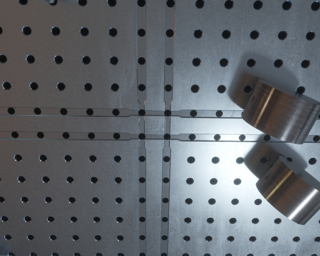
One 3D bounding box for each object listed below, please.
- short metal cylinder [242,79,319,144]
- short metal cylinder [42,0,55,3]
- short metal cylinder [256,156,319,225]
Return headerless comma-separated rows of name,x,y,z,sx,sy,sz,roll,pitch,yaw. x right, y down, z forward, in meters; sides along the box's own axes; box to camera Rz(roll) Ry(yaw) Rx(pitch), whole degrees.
short metal cylinder,0.148,-0.021,0.378,0.080,0.080,0.050,18,109,-7
short metal cylinder,-0.138,-0.173,0.318,0.080,0.080,0.050,28,108,-10
short metal cylinder,0.178,0.082,0.417,0.080,0.080,0.050,31,107,-11
